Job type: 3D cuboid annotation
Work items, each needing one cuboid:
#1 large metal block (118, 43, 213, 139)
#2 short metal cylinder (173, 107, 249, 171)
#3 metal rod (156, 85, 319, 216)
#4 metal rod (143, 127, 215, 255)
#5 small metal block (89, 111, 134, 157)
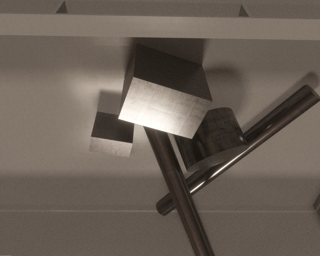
[{"bbox_3d":[0.004,-0.042,0.336,0.081,0.080,0.050,16,125,-13],"label":"large metal block"},{"bbox_3d":[0.062,0.016,0.383,0.080,0.050,0.080,-18,162,-6],"label":"short metal cylinder"},{"bbox_3d":[0.095,0.047,0.450,0.025,0.025,0.299,30,124,-24],"label":"metal rod"},{"bbox_3d":[0.031,0.096,0.411,0.025,0.025,0.298,-18,103,14],"label":"metal rod"},{"bbox_3d":[-0.061,0.008,0.398,0.050,0.050,0.025,10,129,-9],"label":"small metal block"}]
